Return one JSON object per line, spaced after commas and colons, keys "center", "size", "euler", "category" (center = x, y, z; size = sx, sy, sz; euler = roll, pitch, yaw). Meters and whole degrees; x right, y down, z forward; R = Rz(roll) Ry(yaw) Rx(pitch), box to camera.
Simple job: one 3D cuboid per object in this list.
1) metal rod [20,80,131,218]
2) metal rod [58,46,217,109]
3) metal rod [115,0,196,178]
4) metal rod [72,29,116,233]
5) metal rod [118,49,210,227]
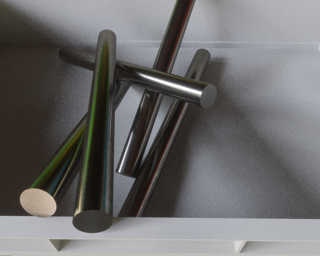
{"center": [-0.066, -0.016, 0.342], "size": [0.025, 0.025, 0.301], "euler": [5, 27, 4], "category": "metal rod"}
{"center": [-0.053, -0.076, 0.405], "size": [0.025, 0.025, 0.300], "euler": [-38, 40, -27], "category": "metal rod"}
{"center": [0.005, -0.082, 0.400], "size": [0.025, 0.025, 0.299], "euler": [15, 75, 12], "category": "metal rod"}
{"center": [-0.058, -0.033, 0.314], "size": [0.025, 0.025, 0.300], "euler": [-4, 39, -4], "category": "metal rod"}
{"center": [0.019, -0.011, 0.414], "size": [0.025, 0.025, 0.301], "euler": [16, 52, 12], "category": "metal rod"}
